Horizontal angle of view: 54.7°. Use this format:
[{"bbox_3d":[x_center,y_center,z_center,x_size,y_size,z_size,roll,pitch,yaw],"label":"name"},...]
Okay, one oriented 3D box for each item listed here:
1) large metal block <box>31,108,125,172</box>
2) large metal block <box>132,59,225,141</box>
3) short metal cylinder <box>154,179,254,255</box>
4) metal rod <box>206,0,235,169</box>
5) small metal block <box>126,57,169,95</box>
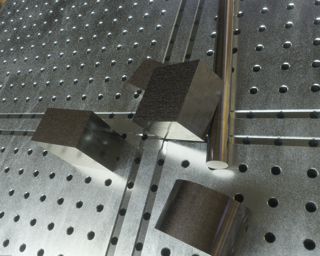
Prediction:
[{"bbox_3d":[-0.108,0.016,0.420,0.080,0.080,0.050,6,65,30],"label":"large metal block"},{"bbox_3d":[0.022,-0.032,0.383,0.080,0.050,0.080,2,65,49],"label":"large metal block"},{"bbox_3d":[0.042,0.090,0.296,0.080,0.080,0.050,14,69,34],"label":"short metal cylinder"},{"bbox_3d":[0.085,-0.089,0.418,0.025,0.025,0.299,-5,59,25],"label":"metal rod"},{"bbox_3d":[-0.013,-0.072,0.459,0.050,0.025,0.050,28,77,37],"label":"small metal block"}]
